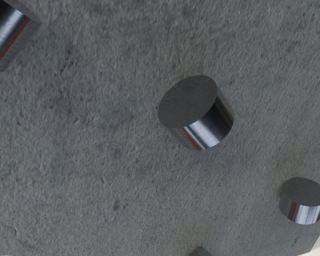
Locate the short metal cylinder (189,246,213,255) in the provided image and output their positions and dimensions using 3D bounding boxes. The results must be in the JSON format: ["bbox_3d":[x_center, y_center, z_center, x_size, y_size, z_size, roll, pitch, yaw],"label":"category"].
[{"bbox_3d":[0.083,0.275,0.589,0.050,0.080,0.080,-47,130,4],"label":"short metal cylinder"}]

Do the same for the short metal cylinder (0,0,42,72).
[{"bbox_3d":[-0.142,-0.088,0.239,0.080,0.080,0.050,34,99,-39],"label":"short metal cylinder"}]

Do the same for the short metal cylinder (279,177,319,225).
[{"bbox_3d":[0.285,0.145,0.620,0.081,0.080,0.050,-17,125,-19],"label":"short metal cylinder"}]

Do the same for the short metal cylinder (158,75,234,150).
[{"bbox_3d":[0.045,-0.019,0.386,0.080,0.080,0.050,-43,130,1],"label":"short metal cylinder"}]
